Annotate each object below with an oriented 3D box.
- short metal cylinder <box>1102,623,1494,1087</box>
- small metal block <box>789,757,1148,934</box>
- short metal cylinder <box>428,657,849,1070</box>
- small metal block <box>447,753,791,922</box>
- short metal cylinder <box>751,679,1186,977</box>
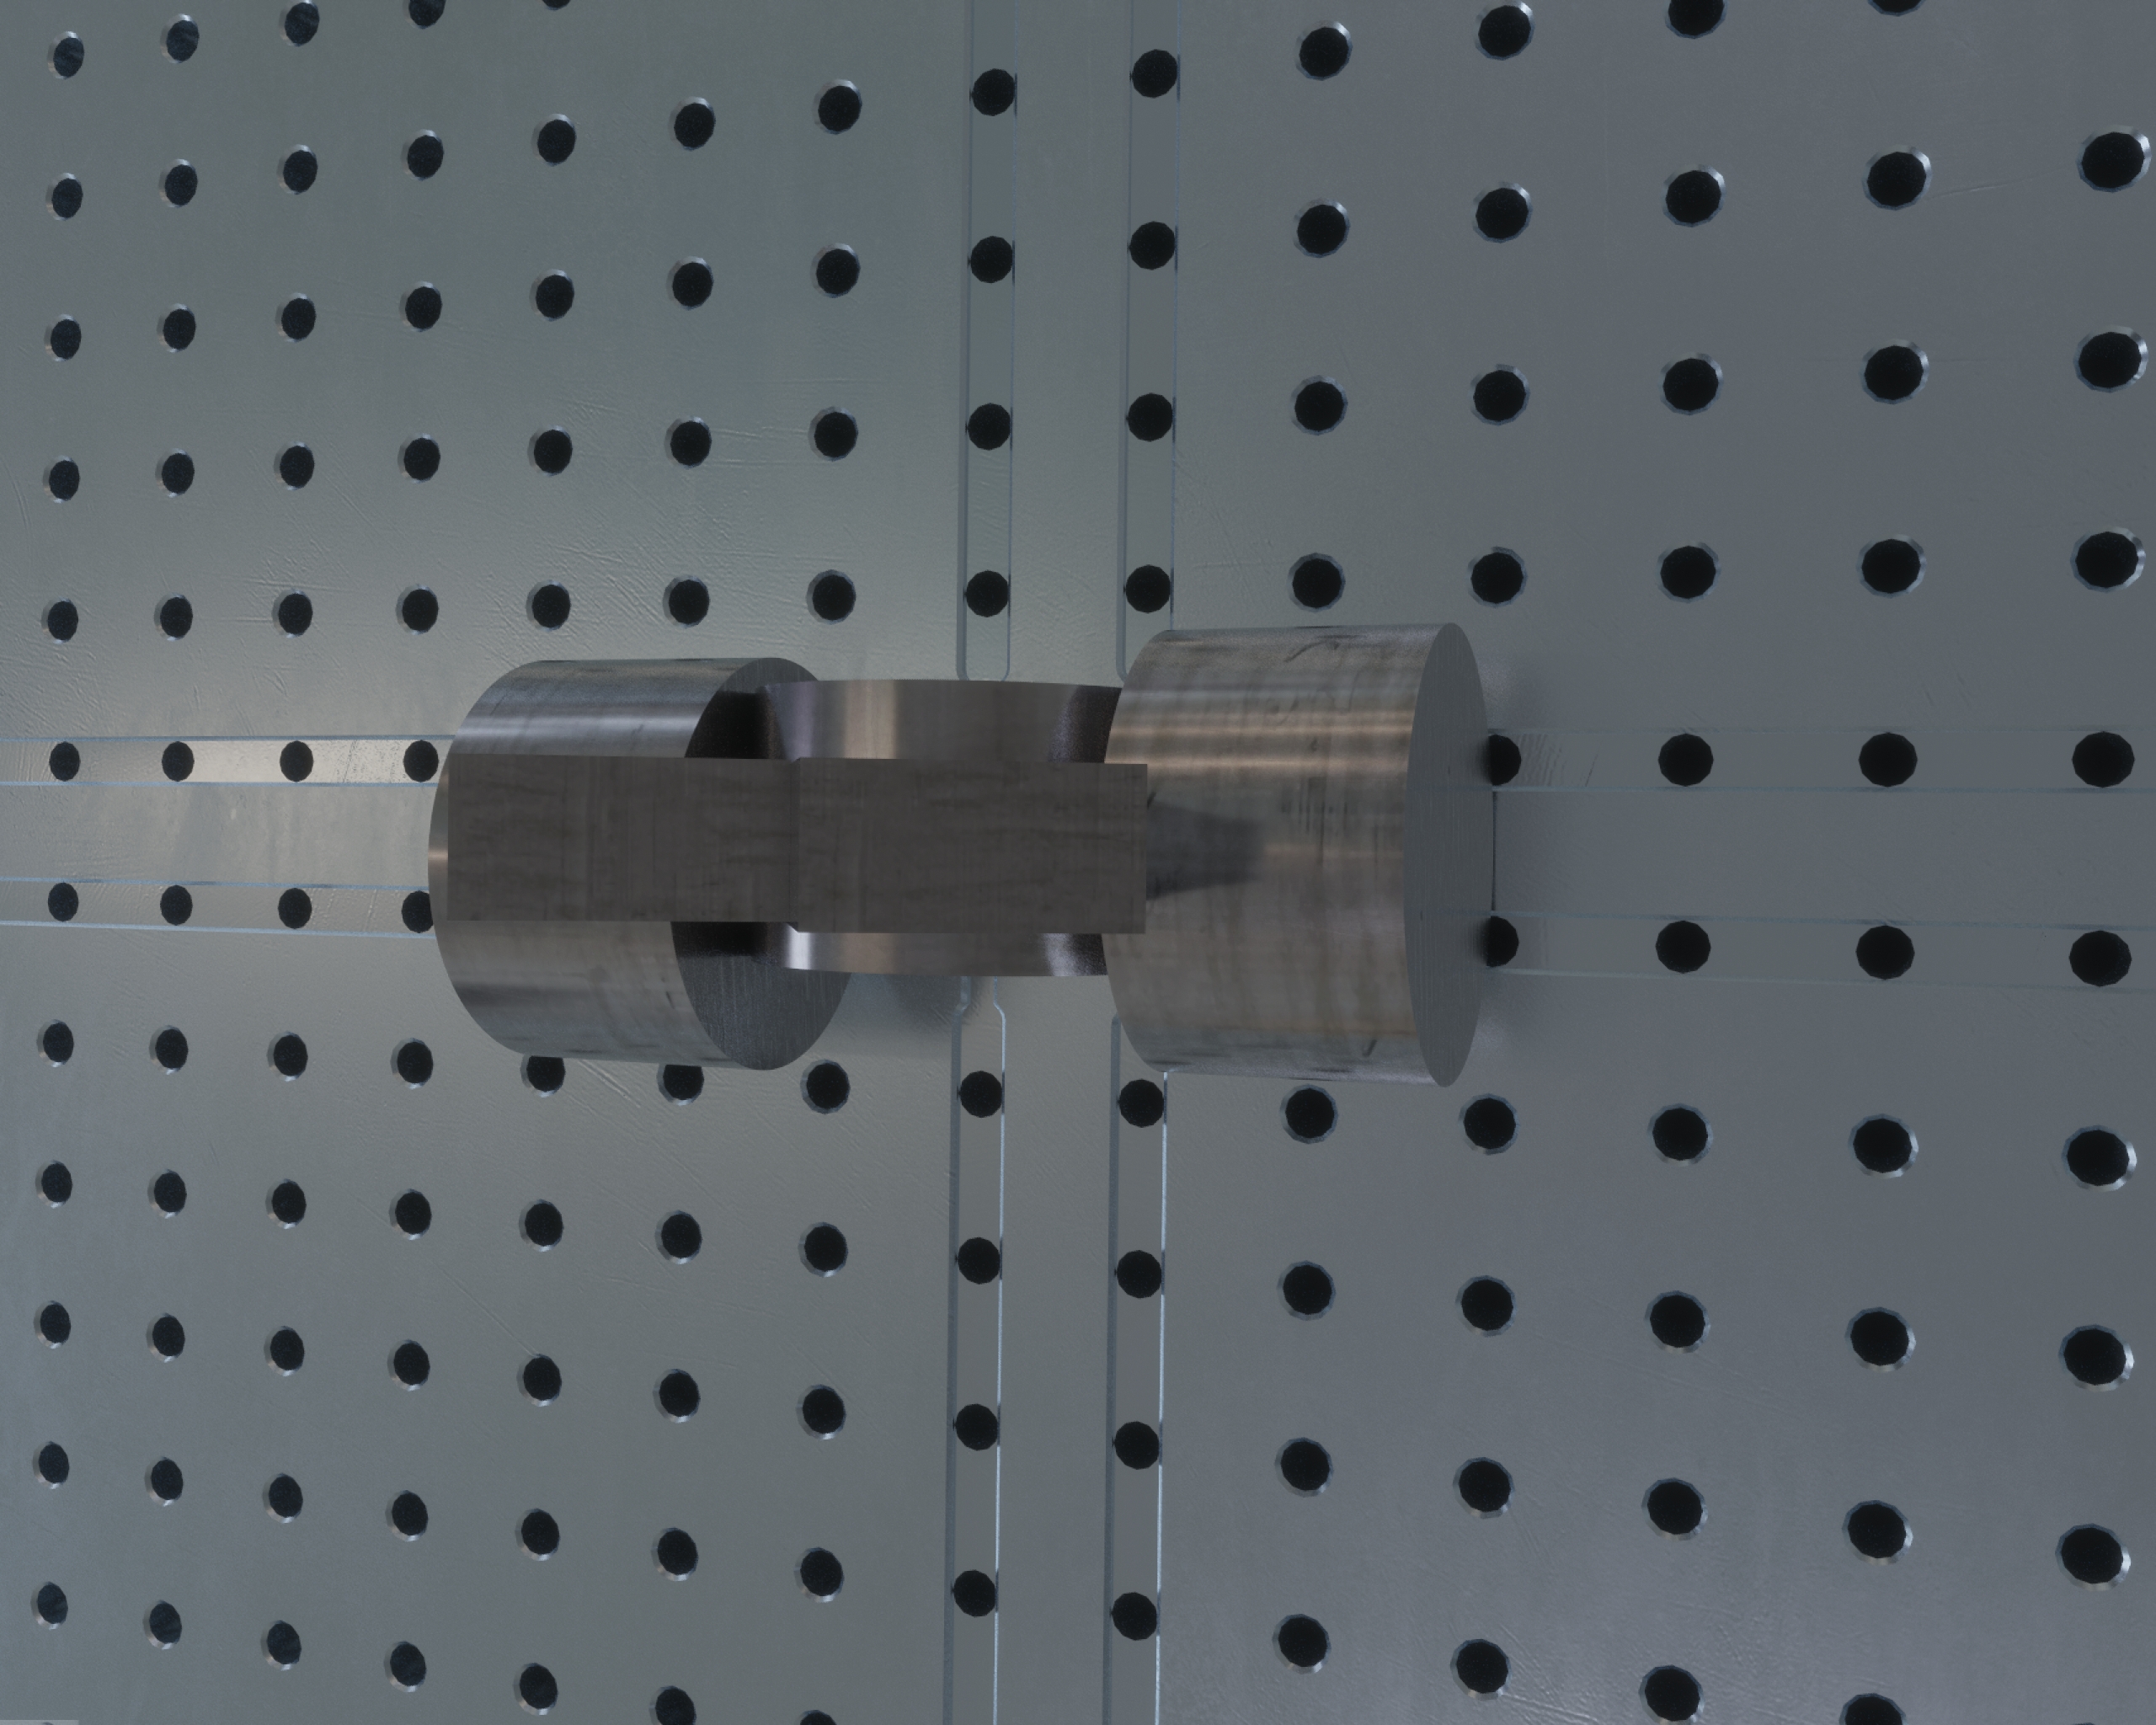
[{"bbox_3d":[0.041,-0.002,0.368,0.050,0.080,0.079,1,90,21],"label":"short metal cylinder"},{"bbox_3d":[-0.019,-0.003,0.324,0.050,0.050,0.025,1,91,-11],"label":"small metal block"},{"bbox_3d":[-0.082,0.000,0.412,0.050,0.080,0.079,1,91,20],"label":"short metal cylinder"},{"bbox_3d":[-0.074,-0.004,0.339,0.050,0.050,0.025,1,91,-12],"label":"small metal block"},{"bbox_3d":[-0.020,-0.006,0.390,0.080,0.080,0.050,1,91,20],"label":"short metal cylinder"}]
